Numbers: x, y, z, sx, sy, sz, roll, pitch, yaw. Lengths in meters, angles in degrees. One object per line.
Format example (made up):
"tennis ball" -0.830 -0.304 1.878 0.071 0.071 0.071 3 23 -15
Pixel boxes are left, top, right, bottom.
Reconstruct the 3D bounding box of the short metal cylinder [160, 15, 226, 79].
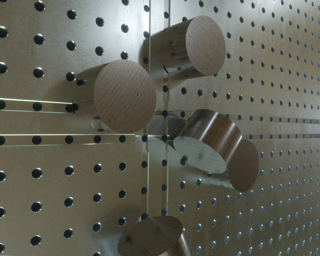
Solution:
"short metal cylinder" 0.047 -0.110 0.434 0.081 0.050 0.079 0 90 -40

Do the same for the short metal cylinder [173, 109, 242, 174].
"short metal cylinder" 0.066 0.019 0.431 0.080 0.080 0.050 50 60 -29

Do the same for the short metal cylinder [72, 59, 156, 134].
"short metal cylinder" -0.051 -0.034 0.351 0.081 0.050 0.079 0 90 -40

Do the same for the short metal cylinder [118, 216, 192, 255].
"short metal cylinder" -0.004 0.150 0.372 0.081 0.080 0.050 -29 109 -36

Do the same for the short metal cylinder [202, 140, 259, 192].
"short metal cylinder" 0.112 0.057 0.490 0.081 0.050 0.079 0 90 -40
